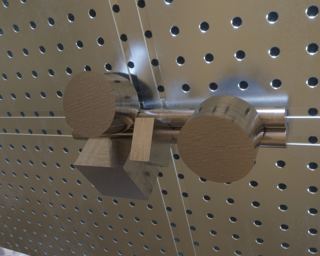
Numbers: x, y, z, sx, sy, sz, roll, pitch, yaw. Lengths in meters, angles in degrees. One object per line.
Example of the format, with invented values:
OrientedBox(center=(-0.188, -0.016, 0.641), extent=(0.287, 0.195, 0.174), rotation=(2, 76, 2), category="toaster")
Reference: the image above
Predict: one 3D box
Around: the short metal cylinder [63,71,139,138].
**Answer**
OrientedBox(center=(-0.074, -0.030, 0.393), extent=(0.080, 0.050, 0.079), rotation=(3, 96, 27), category="short metal cylinder")

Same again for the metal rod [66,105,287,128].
OrientedBox(center=(0.000, -0.014, 0.398), extent=(0.300, 0.025, 0.025), rotation=(1, 119, 27), category="metal rod")

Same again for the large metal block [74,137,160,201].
OrientedBox(center=(-0.058, 0.057, 0.439), extent=(0.080, 0.050, 0.080), rotation=(-1, 138, 28), category="large metal block")

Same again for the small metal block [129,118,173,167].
OrientedBox(center=(-0.009, 0.018, 0.370), extent=(0.025, 0.050, 0.050), rotation=(1, 77, 28), category="small metal block")

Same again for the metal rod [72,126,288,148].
OrientedBox(center=(0.006, 0.008, 0.409), extent=(0.300, 0.025, 0.025), rotation=(1, 119, 27), category="metal rod")

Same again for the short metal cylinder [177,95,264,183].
OrientedBox(center=(0.065, 0.011, 0.331), extent=(0.080, 0.050, 0.079), rotation=(13, 124, 21), category="short metal cylinder")
